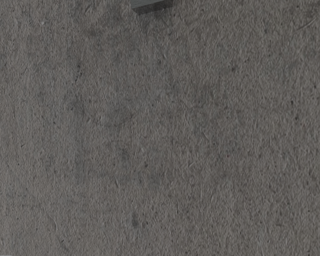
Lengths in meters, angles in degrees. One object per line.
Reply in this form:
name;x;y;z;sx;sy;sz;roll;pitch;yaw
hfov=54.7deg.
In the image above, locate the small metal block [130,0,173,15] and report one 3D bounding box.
small metal block;-0.013;-0.185;0.413;0.050;0.025;0.050;-7;88;19
